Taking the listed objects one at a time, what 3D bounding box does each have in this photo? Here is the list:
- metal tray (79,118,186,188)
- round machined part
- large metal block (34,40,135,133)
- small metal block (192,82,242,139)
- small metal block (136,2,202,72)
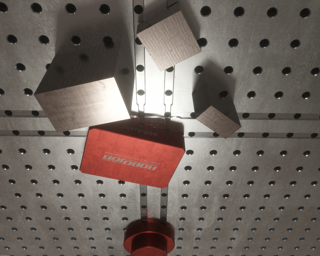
[{"bbox_3d":[-0.040,0.036,0.439,0.131,0.030,0.089,13,129,-12],"label":"metal tray"},{"bbox_3d":[-0.021,0.226,0.593,0.099,0.042,0.097,-1,130,0],"label":"round machined part"},{"bbox_3d":[-0.075,-0.046,0.335,0.080,0.080,0.050,-11,129,8],"label":"large metal block"},{"bbox_3d":[0.068,-0.022,0.378,0.050,0.050,0.025,32,123,-24],"label":"small metal block"},{"bbox_3d":[0.010,-0.096,0.330,0.050,0.025,0.050,-23,127,18],"label":"small metal block"}]
